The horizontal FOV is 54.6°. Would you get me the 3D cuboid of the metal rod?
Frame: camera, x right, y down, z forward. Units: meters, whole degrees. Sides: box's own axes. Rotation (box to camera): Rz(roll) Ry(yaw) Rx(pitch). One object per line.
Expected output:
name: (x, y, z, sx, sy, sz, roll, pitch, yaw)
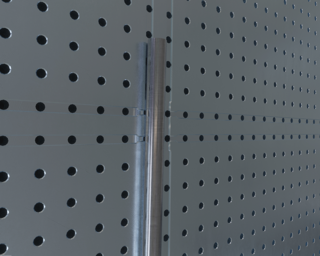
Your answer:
metal rod: (-0.007, 0.035, 0.401, 0.025, 0.025, 0.298, 2, 89, -40)
